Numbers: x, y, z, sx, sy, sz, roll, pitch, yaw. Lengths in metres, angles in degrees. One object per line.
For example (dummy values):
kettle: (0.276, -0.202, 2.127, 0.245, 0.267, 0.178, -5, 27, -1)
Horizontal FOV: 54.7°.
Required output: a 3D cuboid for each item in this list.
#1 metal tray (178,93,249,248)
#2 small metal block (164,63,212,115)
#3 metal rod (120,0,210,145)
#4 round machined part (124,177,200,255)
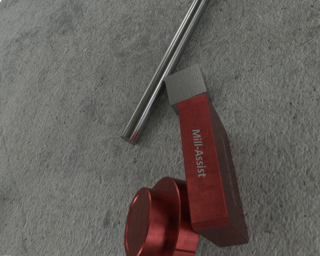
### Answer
metal tray: (0.053, 0.042, 0.307, 0.030, 0.090, 0.130, -16, 55, 18)
small metal block: (0.037, -0.052, 0.415, 0.050, 0.025, 0.050, -21, 54, 15)
metal rod: (0.021, -0.111, 0.459, 0.025, 0.025, 0.300, 14, 69, 33)
round machined part: (-0.004, 0.095, 0.301, 0.098, 0.042, 0.097, -163, 89, -71)
